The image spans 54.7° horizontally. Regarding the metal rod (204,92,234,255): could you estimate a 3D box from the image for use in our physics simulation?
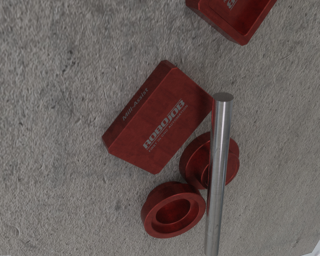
[{"bbox_3d":[0.082,0.088,0.451,0.025,0.025,0.298,-16,125,-19],"label":"metal rod"}]

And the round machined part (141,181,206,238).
[{"bbox_3d":[0.017,0.121,0.475,0.099,0.042,0.097,-12,128,-16],"label":"round machined part"}]

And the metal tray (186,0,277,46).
[{"bbox_3d":[0.100,-0.172,0.351,0.090,0.030,0.129,24,105,-37],"label":"metal tray"}]

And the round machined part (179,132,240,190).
[{"bbox_3d":[0.082,0.057,0.476,0.099,0.042,0.097,-14,124,-21],"label":"round machined part"}]

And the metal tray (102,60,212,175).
[{"bbox_3d":[0.000,-0.010,0.398,0.090,0.030,0.130,33,100,-38],"label":"metal tray"}]
